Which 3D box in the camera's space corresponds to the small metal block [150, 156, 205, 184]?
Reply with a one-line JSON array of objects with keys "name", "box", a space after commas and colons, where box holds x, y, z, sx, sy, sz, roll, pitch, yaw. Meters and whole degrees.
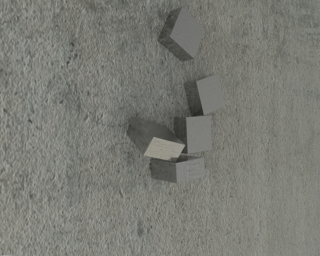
[{"name": "small metal block", "box": [0.023, 0.052, 0.407, 0.050, 0.050, 0.025, -6, 94, -40]}]

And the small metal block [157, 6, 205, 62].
[{"name": "small metal block", "box": [0.030, -0.129, 0.429, 0.050, 0.025, 0.050, 33, 70, -35]}]

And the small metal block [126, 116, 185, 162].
[{"name": "small metal block", "box": [-0.006, 0.014, 0.379, 0.050, 0.050, 0.025, 16, 109, -39]}]

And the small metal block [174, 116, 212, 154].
[{"name": "small metal block", "box": [0.048, 0.008, 0.444, 0.050, 0.025, 0.050, -5, 93, -40]}]

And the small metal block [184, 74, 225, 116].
[{"name": "small metal block", "box": [0.067, -0.049, 0.460, 0.050, 0.025, 0.050, -24, 105, -37]}]
